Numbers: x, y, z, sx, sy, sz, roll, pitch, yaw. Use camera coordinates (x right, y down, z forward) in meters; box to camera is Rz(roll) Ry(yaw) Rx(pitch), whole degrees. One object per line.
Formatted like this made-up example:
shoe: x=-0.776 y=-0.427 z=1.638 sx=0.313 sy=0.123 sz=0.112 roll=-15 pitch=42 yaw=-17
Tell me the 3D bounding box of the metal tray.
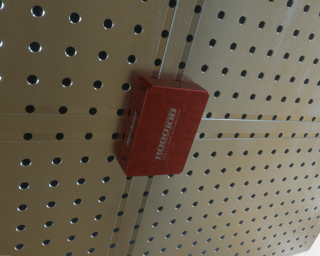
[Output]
metal tray: x=0.003 y=0.002 z=0.412 sx=0.091 sy=0.030 sz=0.129 roll=2 pitch=118 yaw=-30
